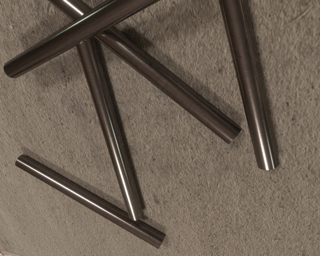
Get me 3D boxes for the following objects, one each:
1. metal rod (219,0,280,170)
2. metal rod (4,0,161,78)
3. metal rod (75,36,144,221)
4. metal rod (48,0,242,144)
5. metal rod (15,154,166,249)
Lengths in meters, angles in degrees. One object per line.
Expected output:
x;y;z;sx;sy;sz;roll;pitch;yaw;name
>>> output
0.081;-0.088;0.309;0.025;0.025;0.298;-6;116;30;metal rod
-0.090;-0.110;0.350;0.300;0.025;0.025;-13;112;36;metal rod
-0.067;0.014;0.449;0.025;0.025;0.298;2;120;27;metal rod
-0.029;-0.085;0.368;0.300;0.025;0.025;39;129;1;metal rod
-0.128;0.127;0.550;0.301;0.025;0.025;27;128;11;metal rod
